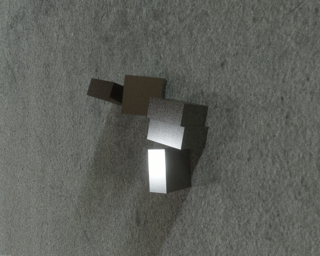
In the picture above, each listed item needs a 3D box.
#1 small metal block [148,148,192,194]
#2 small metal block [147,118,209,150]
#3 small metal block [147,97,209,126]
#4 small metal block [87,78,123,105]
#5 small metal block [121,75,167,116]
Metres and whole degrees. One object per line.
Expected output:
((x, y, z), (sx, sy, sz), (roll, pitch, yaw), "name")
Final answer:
((0.013, 0.050, 0.377), (0.025, 0.050, 0.050), (-4, 88, 40), "small metal block")
((0.022, 0.006, 0.369), (0.050, 0.050, 0.025), (15, 100, 38), "small metal block")
((0.021, -0.020, 0.369), (0.050, 0.050, 0.025), (16, 100, 38), "small metal block")
((-0.065, -0.048, 0.436), (0.050, 0.050, 0.025), (17, 90, 41), "small metal block")
((-0.021, -0.042, 0.407), (0.050, 0.025, 0.050), (7, 95, 11), "small metal block")
